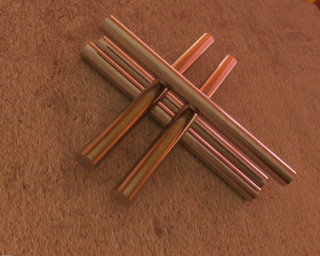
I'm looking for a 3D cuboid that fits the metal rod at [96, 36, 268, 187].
[{"bbox_3d":[0.030,-0.020,0.435,0.300,0.025,0.025,41,51,-1],"label":"metal rod"}]

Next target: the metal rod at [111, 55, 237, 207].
[{"bbox_3d":[0.036,-0.018,0.405,0.025,0.025,0.301,41,51,-1],"label":"metal rod"}]

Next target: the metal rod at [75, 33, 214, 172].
[{"bbox_3d":[0.000,-0.054,0.407,0.025,0.025,0.301,41,51,-1],"label":"metal rod"}]

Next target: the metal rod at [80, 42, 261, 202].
[{"bbox_3d":[0.014,-0.008,0.419,0.300,0.025,0.025,41,51,-1],"label":"metal rod"}]

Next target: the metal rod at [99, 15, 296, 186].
[{"bbox_3d":[0.047,-0.033,0.388,0.300,0.025,0.025,40,51,-1],"label":"metal rod"}]
